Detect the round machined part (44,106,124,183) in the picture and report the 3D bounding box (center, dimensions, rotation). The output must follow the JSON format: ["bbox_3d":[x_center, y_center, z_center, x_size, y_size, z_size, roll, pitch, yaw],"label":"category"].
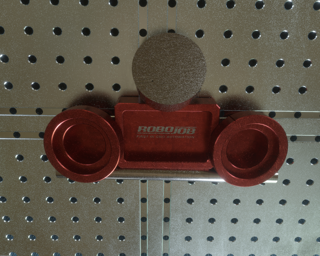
[{"bbox_3d":[-0.094,0.018,0.401,0.099,0.042,0.097,2,108,7],"label":"round machined part"}]

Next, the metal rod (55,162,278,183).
[{"bbox_3d":[0.010,0.061,0.432,0.302,0.025,0.025,2,110,-1],"label":"metal rod"}]

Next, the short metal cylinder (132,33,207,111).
[{"bbox_3d":[0.010,-0.062,0.358,0.081,0.050,0.080,0,84,0],"label":"short metal cylinder"}]

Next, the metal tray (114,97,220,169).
[{"bbox_3d":[0.008,0.007,0.408,0.131,0.030,0.089,1,111,-1],"label":"metal tray"}]

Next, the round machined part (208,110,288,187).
[{"bbox_3d":[0.110,0.024,0.405,0.099,0.042,0.097,-3,109,-8],"label":"round machined part"}]
